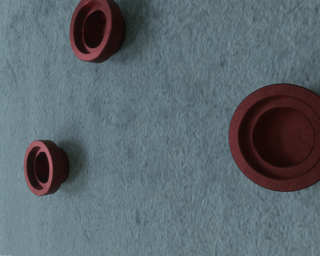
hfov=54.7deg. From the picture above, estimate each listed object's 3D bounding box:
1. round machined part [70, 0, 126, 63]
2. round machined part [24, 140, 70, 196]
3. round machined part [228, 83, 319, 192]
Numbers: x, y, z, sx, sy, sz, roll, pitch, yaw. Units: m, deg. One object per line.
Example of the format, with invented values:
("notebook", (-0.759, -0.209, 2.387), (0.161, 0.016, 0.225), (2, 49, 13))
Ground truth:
("round machined part", (-0.089, -0.146, 0.465), (0.098, 0.042, 0.097), (0, 90, 39))
("round machined part", (-0.200, 0.070, 0.555), (0.098, 0.042, 0.097), (0, 90, 39))
("round machined part", (0.119, 0.009, 0.295), (0.098, 0.042, 0.097), (0, 90, 39))
